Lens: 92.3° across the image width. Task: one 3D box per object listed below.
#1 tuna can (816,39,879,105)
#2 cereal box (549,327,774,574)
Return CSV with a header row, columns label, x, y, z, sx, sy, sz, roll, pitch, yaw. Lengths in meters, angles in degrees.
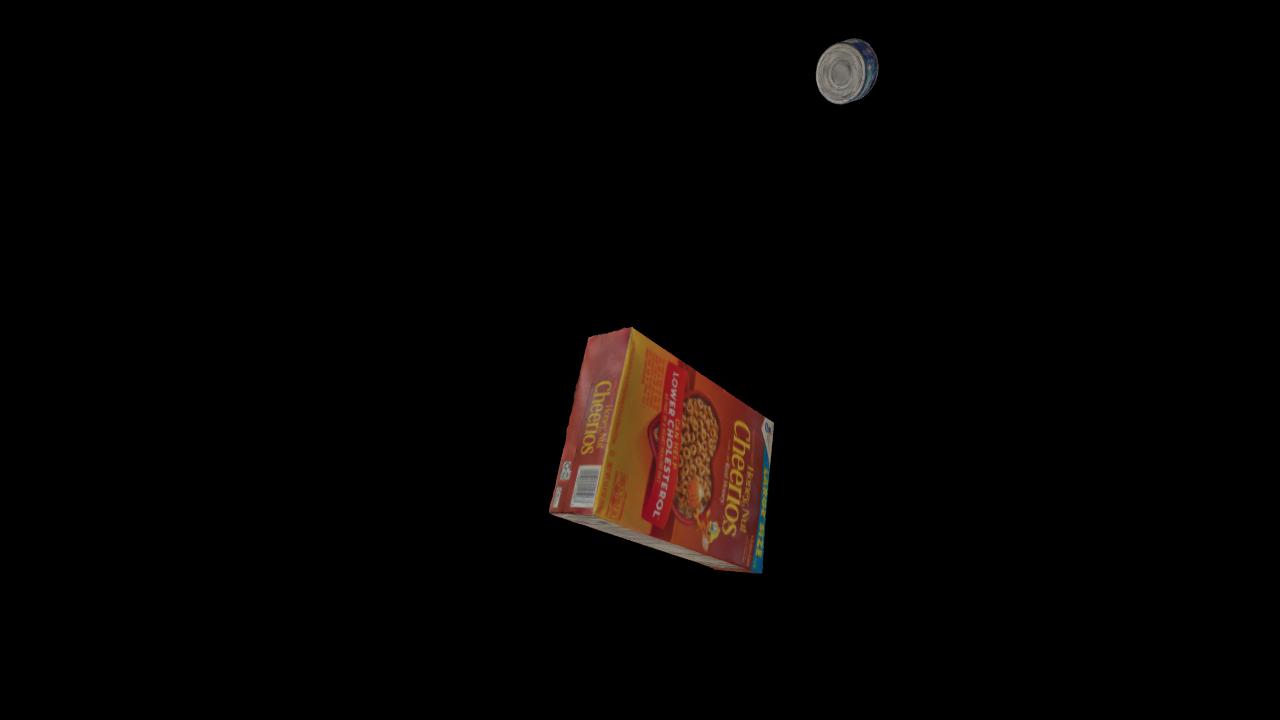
label,x,y,z,sx,sy,sz,roll,pitch,yaw
tuna can,0.297,-0.416,0.888,0.034,0.084,0.084,-31,18,-33
cereal box,0.047,0.119,0.722,0.081,0.203,0.306,-11,-32,41
